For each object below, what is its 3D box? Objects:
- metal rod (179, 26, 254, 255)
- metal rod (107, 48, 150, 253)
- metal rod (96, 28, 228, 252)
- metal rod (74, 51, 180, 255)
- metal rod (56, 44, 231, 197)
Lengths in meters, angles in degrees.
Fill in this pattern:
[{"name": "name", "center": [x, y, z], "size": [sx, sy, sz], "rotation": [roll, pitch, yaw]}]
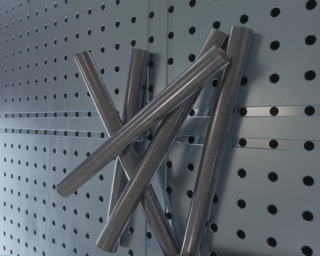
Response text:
[{"name": "metal rod", "center": [0.060, 0.037, 0.360], "size": [0.025, 0.025, 0.298], "rotation": [19, 102, 38]}, {"name": "metal rod", "center": [-0.051, 0.037, 0.452], "size": [0.025, 0.025, 0.298], "rotation": [16, 100, 39]}, {"name": "metal rod", "center": [-0.001, 0.022, 0.377], "size": [0.025, 0.025, 0.299], "rotation": [35, 101, 34]}, {"name": "metal rod", "center": [-0.047, 0.030, 0.421], "size": [0.025, 0.025, 0.299], "rotation": [-32, 79, 35]}, {"name": "metal rod", "center": [-0.039, 0.008, 0.382], "size": [0.299, 0.025, 0.025], "rotation": [-39, 66, 29]}]
